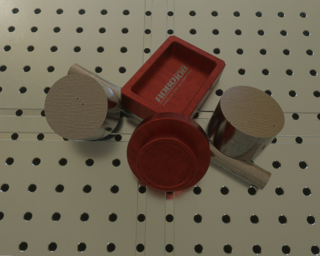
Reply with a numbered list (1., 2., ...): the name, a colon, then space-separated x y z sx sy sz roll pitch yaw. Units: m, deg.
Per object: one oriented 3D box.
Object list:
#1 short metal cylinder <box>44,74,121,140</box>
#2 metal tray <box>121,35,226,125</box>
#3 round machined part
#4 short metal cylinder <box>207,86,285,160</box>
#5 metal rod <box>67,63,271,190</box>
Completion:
1. short metal cylinder: -0.096 -0.024 0.394 0.080 0.050 0.080 -1 87 10
2. metal tray: 0.019 -0.060 0.416 0.090 0.030 0.130 30 59 10
3. round machined part: 0.009 0.034 0.361 0.099 0.042 0.097 2 113 5
4. short metal cylinder: 0.106 -0.007 0.389 0.081 0.050 0.080 7 53 -8
5. metal rod: 0.005 -0.007 0.414 0.301 0.025 0.025 30 73 10
